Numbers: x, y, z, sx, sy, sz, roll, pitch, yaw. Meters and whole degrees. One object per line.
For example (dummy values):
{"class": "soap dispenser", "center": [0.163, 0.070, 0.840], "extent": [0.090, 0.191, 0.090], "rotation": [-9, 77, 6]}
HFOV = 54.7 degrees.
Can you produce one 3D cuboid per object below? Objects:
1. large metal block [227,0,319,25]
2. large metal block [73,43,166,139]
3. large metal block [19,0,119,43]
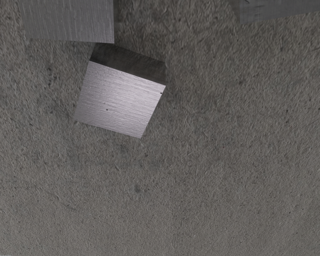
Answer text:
{"class": "large metal block", "center": [0.099, -0.133, 0.259], "extent": [0.080, 0.080, 0.050], "rotation": [-8, 130, 6]}
{"class": "large metal block", "center": [-0.046, -0.043, 0.354], "extent": [0.081, 0.050, 0.079], "rotation": [16, 128, -14]}
{"class": "large metal block", "center": [-0.080, -0.128, 0.281], "extent": [0.081, 0.050, 0.079], "rotation": [3, 130, -3]}
